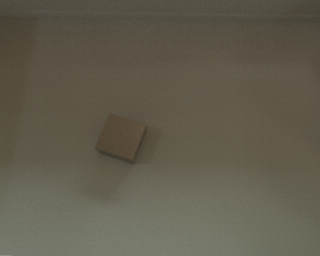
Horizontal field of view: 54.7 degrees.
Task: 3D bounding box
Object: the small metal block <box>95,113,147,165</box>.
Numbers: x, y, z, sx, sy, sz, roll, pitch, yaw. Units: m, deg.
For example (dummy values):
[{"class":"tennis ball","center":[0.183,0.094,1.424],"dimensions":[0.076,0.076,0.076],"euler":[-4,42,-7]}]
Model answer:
[{"class":"small metal block","center":[-0.050,0.014,0.404],"dimensions":[0.050,0.025,0.050],"euler":[18,71,6]}]
